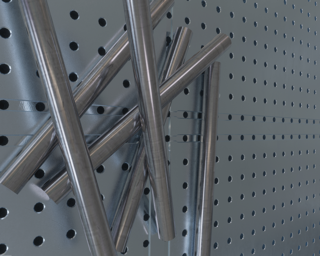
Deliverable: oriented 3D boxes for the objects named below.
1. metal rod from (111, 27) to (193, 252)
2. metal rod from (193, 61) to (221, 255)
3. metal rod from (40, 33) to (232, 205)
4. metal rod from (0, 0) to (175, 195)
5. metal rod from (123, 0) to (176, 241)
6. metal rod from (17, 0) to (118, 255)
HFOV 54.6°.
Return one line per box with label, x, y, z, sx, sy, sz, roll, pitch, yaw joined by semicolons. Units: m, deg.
metal rod;-0.009;0.003;0.400;0.025;0.025;0.299;28;72;-37
metal rod;0.071;0.049;0.467;0.025;0.025;0.299;6;86;-40
metal rod;-0.012;-0.026;0.373;0.301;0.025;0.025;-43;117;-23
metal rod;-0.067;-0.058;0.351;0.025;0.025;0.301;49;61;-29
metal rod;-0.007;0.009;0.354;0.025;0.025;0.298;-27;122;-36
metal rod;-0.088;0.002;0.300;0.025;0.025;0.298;-19;98;-38
